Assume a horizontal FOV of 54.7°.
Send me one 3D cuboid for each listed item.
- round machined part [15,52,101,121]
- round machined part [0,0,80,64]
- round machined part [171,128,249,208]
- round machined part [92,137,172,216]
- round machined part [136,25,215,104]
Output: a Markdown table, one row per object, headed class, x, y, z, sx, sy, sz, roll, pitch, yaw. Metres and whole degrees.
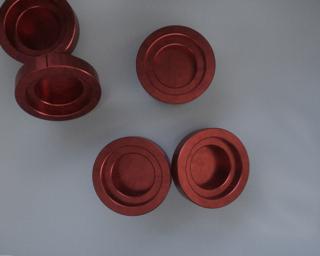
| class | x | y | z | sx | sy | sz | roll | pitch | yaw |
| --- | --- | --- | --- | --- | --- | --- | --- | --- | --- |
| round machined part | -0.125 | -0.055 | 0.383 | 0.099 | 0.098 | 0.042 | -17 | 57 | 0 |
| round machined part | -0.153 | -0.125 | 0.400 | 0.099 | 0.042 | 0.097 | 0 | 88 | 0 |
| round machined part | 0.060 | 0.049 | 0.394 | 0.099 | 0.042 | 0.097 | 1 | 88 | -19 |
| round machined part | -0.033 | 0.059 | 0.399 | 0.099 | 0.042 | 0.097 | 0 | 90 | 7 |
| round machined part | 0.019 | -0.078 | 0.403 | 0.099 | 0.042 | 0.097 | 0 | 90 | 0 |
